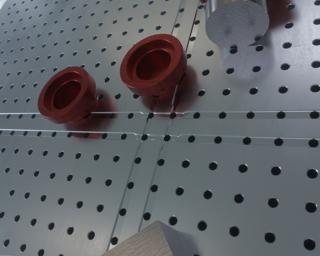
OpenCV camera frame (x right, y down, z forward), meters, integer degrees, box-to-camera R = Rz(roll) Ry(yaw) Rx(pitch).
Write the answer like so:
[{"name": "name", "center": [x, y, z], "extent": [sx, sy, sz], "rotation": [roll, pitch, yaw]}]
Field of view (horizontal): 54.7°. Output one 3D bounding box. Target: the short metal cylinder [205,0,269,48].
[{"name": "short metal cylinder", "center": [0.101, -0.153, 0.414], "extent": [0.080, 0.080, 0.050], "rotation": [-9, 58, 23]}]

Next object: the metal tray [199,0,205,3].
[{"name": "metal tray", "center": [0.115, -0.225, 0.450], "extent": [0.130, 0.030, 0.090], "rotation": [-20, 15, 16]}]

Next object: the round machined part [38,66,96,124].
[{"name": "round machined part", "center": [-0.145, -0.049, 0.504], "extent": [0.098, 0.042, 0.098], "rotation": [-13, 56, 21]}]

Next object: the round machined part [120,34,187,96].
[{"name": "round machined part", "center": [-0.006, -0.087, 0.454], "extent": [0.098, 0.042, 0.098], "rotation": [-13, 56, 21]}]

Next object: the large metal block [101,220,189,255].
[{"name": "large metal block", "center": [-0.010, 0.152, 0.304], "extent": [0.080, 0.050, 0.080], "rotation": [-34, 51, 6]}]
